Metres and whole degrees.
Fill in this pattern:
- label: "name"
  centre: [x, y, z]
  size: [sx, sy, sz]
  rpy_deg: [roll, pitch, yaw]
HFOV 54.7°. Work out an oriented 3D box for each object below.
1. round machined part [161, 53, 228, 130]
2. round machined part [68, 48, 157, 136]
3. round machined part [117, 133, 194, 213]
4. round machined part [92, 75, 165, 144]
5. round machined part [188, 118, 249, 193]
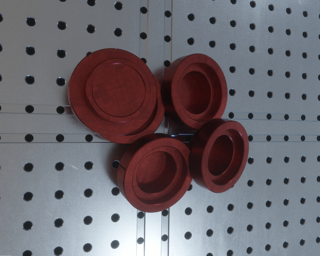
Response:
- label: "round machined part"
  centre: [0.041, -0.046, 0.410]
  size: [0.099, 0.042, 0.097]
  rpy_deg: [-1, 92, -37]
- label: "round machined part"
  centre: [-0.049, -0.040, 0.341]
  size: [0.099, 0.042, 0.097]
  rpy_deg: [0, 90, -21]
- label: "round machined part"
  centre: [-0.009, 0.053, 0.392]
  size: [0.099, 0.042, 0.097]
  rpy_deg: [-9, 109, -28]
- label: "round machined part"
  centre: [-0.046, -0.029, 0.387]
  size: [0.099, 0.042, 0.097]
  rpy_deg: [0, 90, -21]
- label: "round machined part"
  centre: [0.074, 0.034, 0.420]
  size: [0.099, 0.042, 0.097]
  rpy_deg: [-12, 108, -39]
